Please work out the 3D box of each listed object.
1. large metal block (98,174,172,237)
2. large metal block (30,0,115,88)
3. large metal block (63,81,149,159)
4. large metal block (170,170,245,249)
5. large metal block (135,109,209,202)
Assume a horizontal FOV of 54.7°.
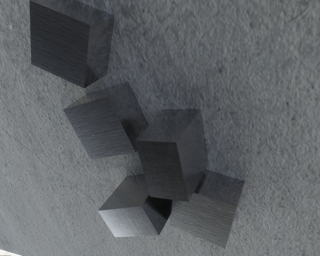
[{"bbox_3d":[-0.028,0.110,0.452,0.080,0.080,0.050,-16,110,34],"label":"large metal block"},{"bbox_3d":[-0.108,-0.107,0.380,0.080,0.050,0.079,25,127,12],"label":"large metal block"},{"bbox_3d":[-0.069,-0.009,0.420,0.080,0.050,0.080,-11,113,32],"label":"large metal block"},{"bbox_3d":[0.063,0.105,0.422,0.080,0.050,0.079,16,125,18],"label":"large metal block"},{"bbox_3d":[0.019,0.030,0.379,0.050,0.080,0.079,1,119,27],"label":"large metal block"}]
